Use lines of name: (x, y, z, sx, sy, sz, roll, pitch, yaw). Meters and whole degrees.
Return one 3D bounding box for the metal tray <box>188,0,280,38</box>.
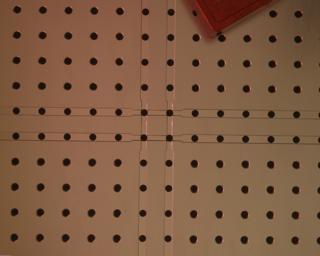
metal tray: (0.104, -0.192, 0.411, 0.130, 0.030, 0.090, -30, 90, 0)
